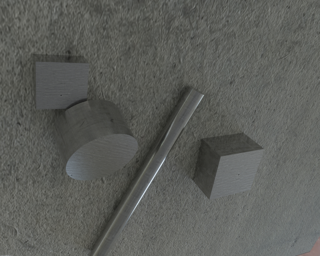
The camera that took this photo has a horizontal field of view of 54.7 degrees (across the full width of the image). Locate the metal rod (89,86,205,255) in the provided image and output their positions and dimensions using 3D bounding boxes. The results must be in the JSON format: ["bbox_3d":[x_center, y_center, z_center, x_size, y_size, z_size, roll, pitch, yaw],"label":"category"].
[{"bbox_3d":[-0.025,0.076,0.441,0.025,0.025,0.298,20,108,-36],"label":"metal rod"}]

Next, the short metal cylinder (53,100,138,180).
[{"bbox_3d":[-0.072,0.014,0.345,0.081,0.050,0.080,-22,148,-14],"label":"short metal cylinder"}]

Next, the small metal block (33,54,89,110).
[{"bbox_3d":[-0.103,-0.048,0.322,0.050,0.025,0.050,-4,120,-27],"label":"small metal block"}]

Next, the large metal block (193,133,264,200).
[{"bbox_3d":[0.105,0.058,0.487,0.081,0.050,0.079,-7,122,-26],"label":"large metal block"}]
